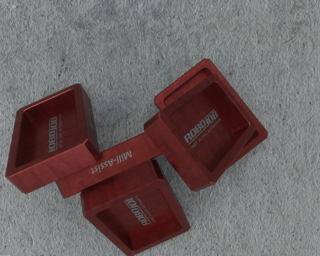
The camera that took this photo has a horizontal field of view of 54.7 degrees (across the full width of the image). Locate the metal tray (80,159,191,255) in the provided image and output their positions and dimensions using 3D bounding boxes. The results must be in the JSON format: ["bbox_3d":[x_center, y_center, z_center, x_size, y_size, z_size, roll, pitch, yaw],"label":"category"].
[{"bbox_3d":[-0.023,0.100,0.367,0.090,0.030,0.130,-25,135,0],"label":"metal tray"}]

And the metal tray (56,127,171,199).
[{"bbox_3d":[-0.052,0.037,0.378,0.131,0.090,0.030,-25,90,0],"label":"metal tray"}]

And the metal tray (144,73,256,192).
[{"bbox_3d":[0.052,-0.001,0.356,0.090,0.030,0.131,52,45,-1],"label":"metal tray"}]

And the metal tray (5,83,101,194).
[{"bbox_3d":[-0.124,0.005,0.362,0.090,0.130,0.030,-24,129,-1],"label":"metal tray"}]

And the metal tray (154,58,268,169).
[{"bbox_3d":[0.065,-0.014,0.409,0.090,0.030,0.130,-38,91,-1],"label":"metal tray"}]
